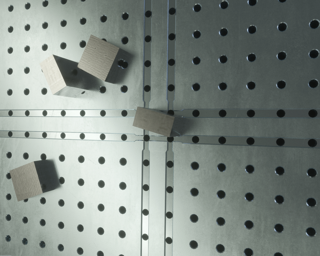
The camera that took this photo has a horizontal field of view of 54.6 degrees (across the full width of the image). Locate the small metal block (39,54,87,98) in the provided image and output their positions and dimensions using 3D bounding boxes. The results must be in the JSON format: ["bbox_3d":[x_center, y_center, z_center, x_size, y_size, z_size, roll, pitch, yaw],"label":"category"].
[{"bbox_3d":[-0.139,-0.074,0.449,0.025,0.050,0.050,-29,81,18],"label":"small metal block"}]

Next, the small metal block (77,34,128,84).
[{"bbox_3d":[-0.082,-0.098,0.442,0.050,0.025,0.050,29,99,17],"label":"small metal block"}]

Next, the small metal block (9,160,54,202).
[{"bbox_3d":[-0.201,0.082,0.484,0.050,0.025,0.050,-21,83,19],"label":"small metal block"}]

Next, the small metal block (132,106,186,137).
[{"bbox_3d":[0.000,-0.008,0.400,0.050,0.050,0.025,17,96,19],"label":"small metal block"}]
